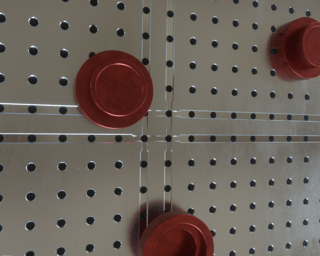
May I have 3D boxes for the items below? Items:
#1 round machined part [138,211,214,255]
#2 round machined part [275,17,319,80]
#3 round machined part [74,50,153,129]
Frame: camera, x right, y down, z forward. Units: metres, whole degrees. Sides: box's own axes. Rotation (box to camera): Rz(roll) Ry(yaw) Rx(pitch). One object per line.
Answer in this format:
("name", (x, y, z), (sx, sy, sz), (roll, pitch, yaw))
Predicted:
("round machined part", (0.018, 0.158, 0.410), (0.099, 0.042, 0.097), (0, 90, -20))
("round machined part", (0.235, -0.127, 0.489), (0.099, 0.042, 0.097), (0, 90, -20))
("round machined part", (-0.054, -0.048, 0.383), (0.099, 0.042, 0.097), (0, 90, -20))
